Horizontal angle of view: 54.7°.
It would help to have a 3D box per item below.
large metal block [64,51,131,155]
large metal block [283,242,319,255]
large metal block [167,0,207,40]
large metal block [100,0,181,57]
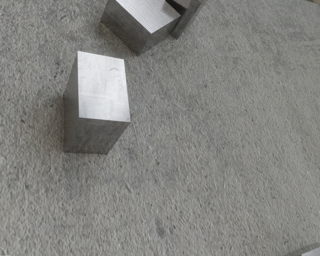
[{"bbox_3d":[-0.074,-0.024,0.343,0.050,0.080,0.080,5,60,-26],"label":"large metal block"},{"bbox_3d":[0.198,0.189,0.379,0.081,0.050,0.080,-4,64,-30],"label":"large metal block"},{"bbox_3d":[0.043,-0.210,0.519,0.050,0.080,0.080,37,51,-4],"label":"large metal block"},{"bbox_3d":[-0.029,-0.168,0.475,0.080,0.050,0.080,44,51,2],"label":"large metal block"}]
